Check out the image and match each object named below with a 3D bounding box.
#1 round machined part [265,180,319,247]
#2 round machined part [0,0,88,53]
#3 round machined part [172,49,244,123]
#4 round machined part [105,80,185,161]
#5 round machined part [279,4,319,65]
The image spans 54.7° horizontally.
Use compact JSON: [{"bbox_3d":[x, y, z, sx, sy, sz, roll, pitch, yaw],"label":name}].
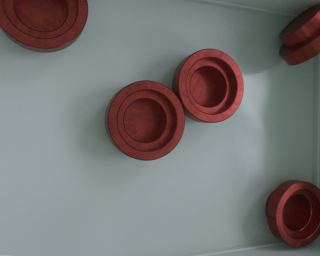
[{"bbox_3d":[0.204,0.128,0.479,0.099,0.042,0.097,0,90,-21],"label":"round machined part"},{"bbox_3d":[-0.135,-0.134,0.352,0.099,0.042,0.097,0,90,-21],"label":"round machined part"},{"bbox_3d":[0.062,-0.056,0.426,0.099,0.042,0.097,0,90,-21],"label":"round machined part"},{"bbox_3d":[-0.021,-0.009,0.394,0.099,0.042,0.097,0,90,-21],"label":"round machined part"},{"bbox_3d":[0.216,-0.141,0.454,0.042,0.098,0.098,45,76,-11],"label":"round machined part"}]
